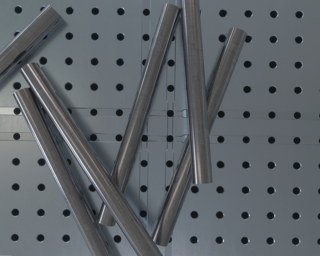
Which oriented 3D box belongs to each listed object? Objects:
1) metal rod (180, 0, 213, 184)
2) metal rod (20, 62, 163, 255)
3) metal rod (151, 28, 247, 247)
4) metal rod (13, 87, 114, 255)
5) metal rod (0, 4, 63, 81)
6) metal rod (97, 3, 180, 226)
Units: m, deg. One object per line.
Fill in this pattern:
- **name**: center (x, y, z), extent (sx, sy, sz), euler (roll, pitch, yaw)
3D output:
- **metal rod**: center (0.044, -0.081, 0.397), extent (0.025, 0.025, 0.299), euler (-3, 84, 0)
- **metal rod**: center (-0.089, 0.043, 0.393), extent (0.025, 0.025, 0.299), euler (-35, 83, 0)
- **metal rod**: center (0.051, 0.012, 0.413), extent (0.025, 0.025, 0.299), euler (21, 90, 0)
- **metal rod**: center (-0.117, 0.086, 0.412), extent (0.025, 0.025, 0.299), euler (-26, 90, 0)
- **metal rod**: center (-0.245, -0.050, 0.411), extent (0.300, 0.025, 0.025), euler (-45, 90, 0)
- **metal rod**: center (-0.028, -0.017, 0.413), extent (0.025, 0.025, 0.299), euler (17, 90, 0)
